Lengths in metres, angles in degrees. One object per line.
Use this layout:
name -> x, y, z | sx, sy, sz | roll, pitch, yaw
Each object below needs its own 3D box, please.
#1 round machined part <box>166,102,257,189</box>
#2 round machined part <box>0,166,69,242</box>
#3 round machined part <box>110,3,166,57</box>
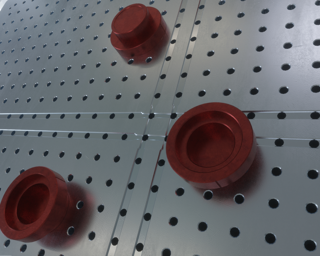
round machined part -> 0.060, 0.023, 0.353 | 0.098, 0.042, 0.098 | -13, 56, 21
round machined part -> -0.165, 0.105, 0.421 | 0.098, 0.042, 0.098 | -13, 56, 21
round machined part -> -0.043, -0.171, 0.526 | 0.098, 0.042, 0.098 | -13, 56, 21
